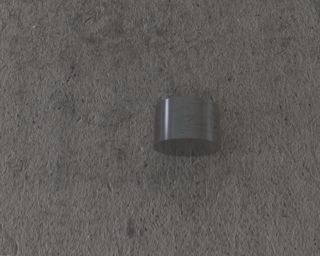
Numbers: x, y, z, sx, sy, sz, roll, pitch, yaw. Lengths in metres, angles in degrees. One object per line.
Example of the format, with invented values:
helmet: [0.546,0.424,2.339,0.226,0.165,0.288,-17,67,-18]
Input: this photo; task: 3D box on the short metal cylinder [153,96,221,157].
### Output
short metal cylinder: [0.033,0.001,0.379,0.080,0.080,0.050,2,70,1]
